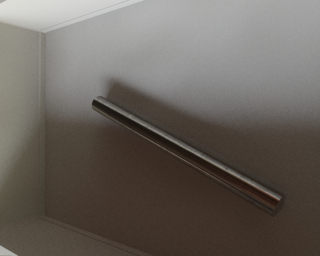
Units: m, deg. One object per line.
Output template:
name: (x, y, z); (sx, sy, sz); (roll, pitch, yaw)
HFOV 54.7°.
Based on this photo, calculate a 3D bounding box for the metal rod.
metal rod: (0.011, 0.020, 0.395); (0.300, 0.025, 0.025); (28, 108, 36)
